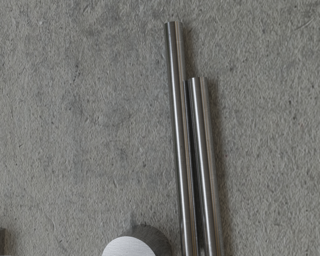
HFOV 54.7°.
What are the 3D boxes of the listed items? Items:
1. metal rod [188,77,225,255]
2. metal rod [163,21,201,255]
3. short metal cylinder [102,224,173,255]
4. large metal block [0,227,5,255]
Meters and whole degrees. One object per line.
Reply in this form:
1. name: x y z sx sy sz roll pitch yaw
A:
1. metal rod: 0.061 0.086 0.386 0.025 0.025 0.298 -6 88 19
2. metal rod: 0.029 0.015 0.398 0.025 0.025 0.298 -5 88 19
3. short metal cylinder: -0.029 0.173 0.405 0.080 0.050 0.079 0 90 19
4. large metal block: -0.304 0.203 0.500 0.080 0.050 0.079 4 91 19
